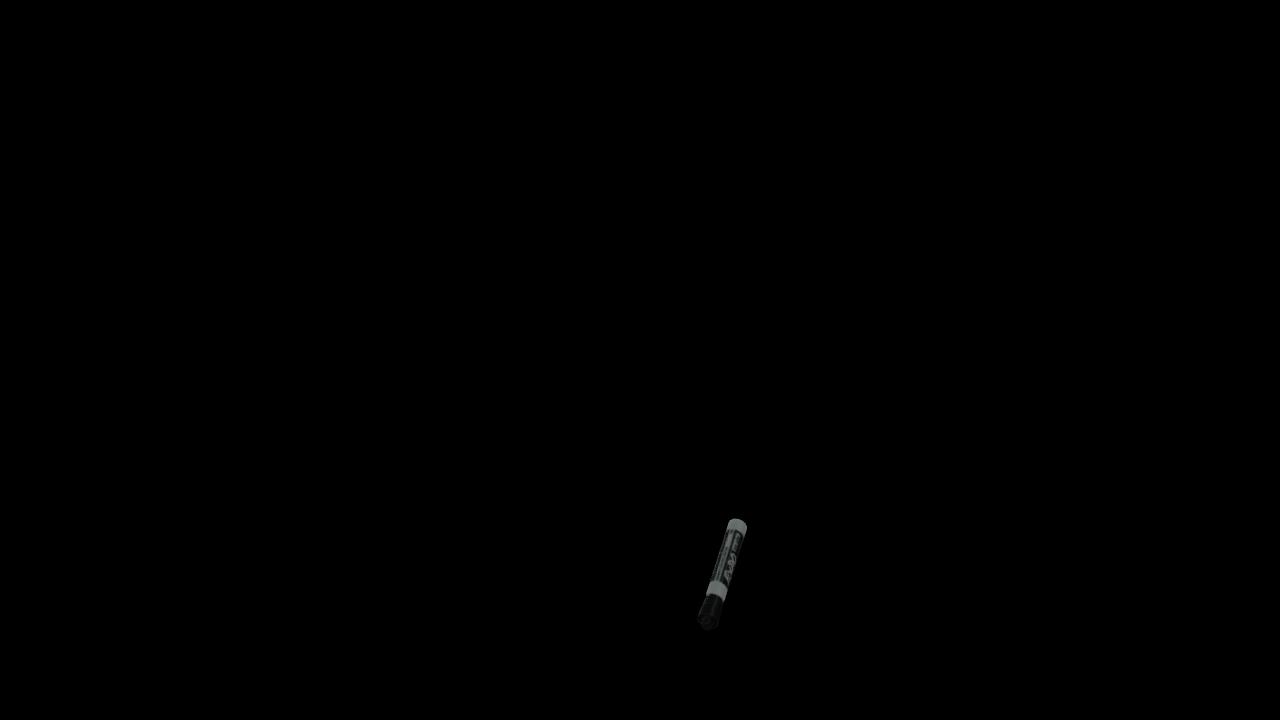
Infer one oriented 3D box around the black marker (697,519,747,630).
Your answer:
[{"bbox_3d":[0.076,0.193,0.561,0.020,0.020,0.121,0,29,23],"label":"black marker"}]
